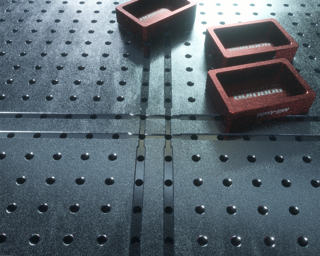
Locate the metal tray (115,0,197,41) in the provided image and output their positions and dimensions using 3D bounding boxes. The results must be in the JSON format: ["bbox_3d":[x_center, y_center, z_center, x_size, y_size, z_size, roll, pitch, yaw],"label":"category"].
[{"bbox_3d":[-0.006,-0.219,0.588,0.131,0.030,0.090,-33,58,-25],"label":"metal tray"}]

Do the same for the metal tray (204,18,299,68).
[{"bbox_3d":[0.152,-0.143,0.526,0.131,0.030,0.090,-11,51,-10],"label":"metal tray"}]

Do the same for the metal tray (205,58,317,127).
[{"bbox_3d":[0.143,-0.055,0.451,0.131,0.030,0.090,-11,51,-10],"label":"metal tray"}]
